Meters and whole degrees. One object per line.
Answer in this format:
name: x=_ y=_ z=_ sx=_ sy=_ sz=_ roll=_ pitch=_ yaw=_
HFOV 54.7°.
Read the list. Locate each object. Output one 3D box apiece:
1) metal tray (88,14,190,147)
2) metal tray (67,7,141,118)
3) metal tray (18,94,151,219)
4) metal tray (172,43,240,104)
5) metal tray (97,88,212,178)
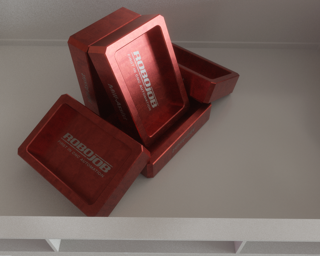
metal tray: x=-0.017 y=-0.054 z=0.364 sx=0.030 sy=0.129 sz=0.090 roll=15 pitch=47 yaw=43
metal tray: x=-0.059 y=-0.073 z=0.394 sx=0.030 sy=0.129 sz=0.090 roll=32 pitch=57 yaw=25
metal tray: x=-0.088 y=0.029 z=0.352 sx=0.130 sy=0.030 sz=0.090 roll=33 pitch=81 yaw=24
metal tray: x=0.038 y=-0.085 z=0.449 sx=0.130 sy=0.030 sz=0.091 roll=32 pitch=31 yaw=23
metal tray: x=-0.005 y=-0.007 z=0.405 sx=0.090 sy=0.030 sz=0.131 roll=32 pitch=57 yaw=23
